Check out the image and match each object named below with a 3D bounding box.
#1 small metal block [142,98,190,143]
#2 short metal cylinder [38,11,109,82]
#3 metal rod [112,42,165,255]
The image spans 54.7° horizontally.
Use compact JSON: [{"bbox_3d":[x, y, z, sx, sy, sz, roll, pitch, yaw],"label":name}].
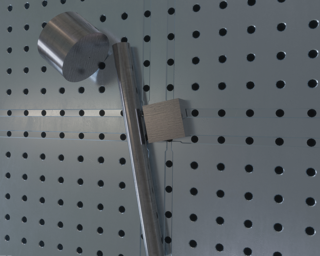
[{"bbox_3d":[0.008,-0.009,0.410,0.050,0.025,0.050,-11,86,19],"label":"small metal block"},{"bbox_3d":[-0.117,-0.110,0.424,0.050,0.080,0.080,41,103,15],"label":"short metal cylinder"},{"bbox_3d":[-0.030,0.032,0.422,0.025,0.025,0.298,-11,86,19],"label":"metal rod"}]
